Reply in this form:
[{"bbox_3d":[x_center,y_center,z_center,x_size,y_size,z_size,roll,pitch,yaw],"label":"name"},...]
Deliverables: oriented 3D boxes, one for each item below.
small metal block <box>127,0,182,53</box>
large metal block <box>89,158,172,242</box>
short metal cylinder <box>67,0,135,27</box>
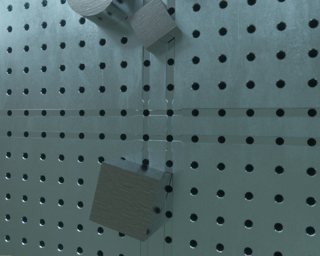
[{"bbox_3d":[-0.007,-0.138,0.415,0.050,0.025,0.050,-33,80,17],"label":"small metal block"},{"bbox_3d":[-0.038,0.092,0.413,0.080,0.050,0.080,15,95,19],"label":"large metal block"},{"bbox_3d":[-0.082,-0.187,0.428,0.080,0.050,0.079,0,90,20],"label":"short metal cylinder"}]
